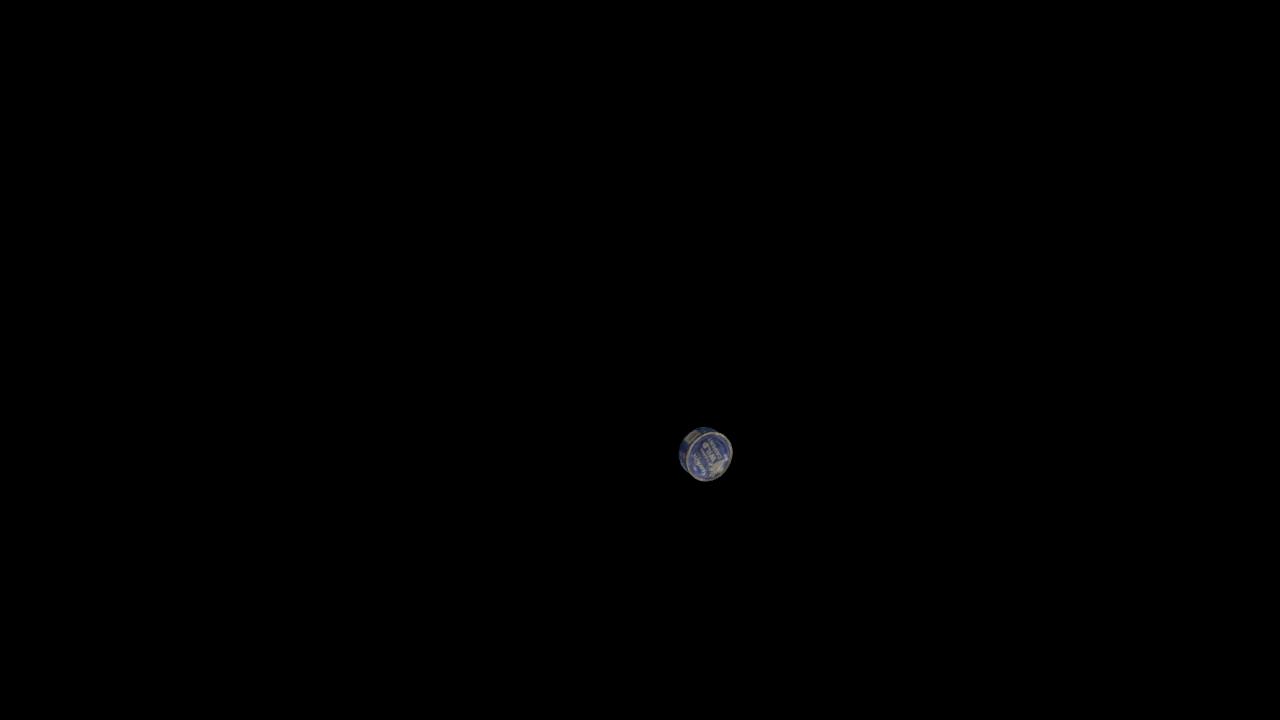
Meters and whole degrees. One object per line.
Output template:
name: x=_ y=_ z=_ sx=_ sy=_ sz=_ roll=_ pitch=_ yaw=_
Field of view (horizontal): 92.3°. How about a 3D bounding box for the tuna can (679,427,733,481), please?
tuna can: x=0.106 y=0.152 z=0.998 sx=0.084 sy=0.084 sz=0.034 roll=0 pitch=12 yaw=-23
